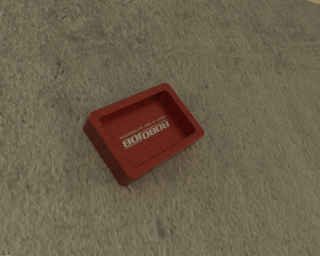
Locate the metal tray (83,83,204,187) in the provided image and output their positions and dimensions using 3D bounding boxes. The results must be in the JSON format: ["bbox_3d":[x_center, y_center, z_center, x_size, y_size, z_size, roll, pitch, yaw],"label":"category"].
[{"bbox_3d":[-0.016,0.003,0.389,0.131,0.030,0.090,-28,77,-37],"label":"metal tray"}]
